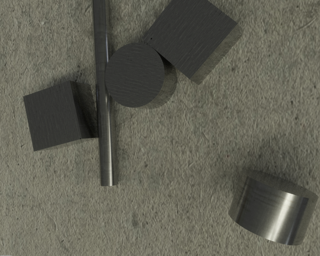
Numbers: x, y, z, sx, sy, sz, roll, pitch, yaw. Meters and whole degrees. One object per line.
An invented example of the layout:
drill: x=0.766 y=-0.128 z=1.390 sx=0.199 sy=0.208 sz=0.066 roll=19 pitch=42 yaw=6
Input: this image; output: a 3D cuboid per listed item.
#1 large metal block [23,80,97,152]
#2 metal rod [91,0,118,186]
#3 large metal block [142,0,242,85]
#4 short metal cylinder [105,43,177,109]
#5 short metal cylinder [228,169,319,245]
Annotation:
large metal block: x=-0.139 y=-0.015 z=0.445 sx=0.080 sy=0.050 sz=0.080 roll=-14 pitch=85 yaw=19
metal rod: x=-0.079 y=-0.070 z=0.436 sx=0.025 sy=0.025 sz=0.298 roll=-3 pitch=89 yaw=20
large metal block: x=0.040 y=-0.112 z=0.381 sx=0.080 sy=0.050 sz=0.080 roll=44 pitch=103 yaw=14
short metal cylinder: x=-0.024 y=-0.065 z=0.404 sx=0.080 sy=0.050 sz=0.080 roll=0 pitch=90 yaw=20
short metal cylinder: x=0.121 y=0.083 z=0.337 sx=0.080 sy=0.080 sz=0.050 roll=18 pitch=96 yaw=19
